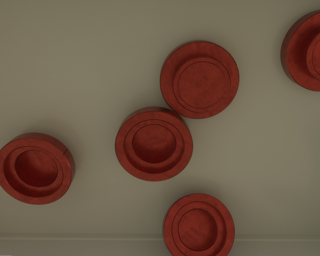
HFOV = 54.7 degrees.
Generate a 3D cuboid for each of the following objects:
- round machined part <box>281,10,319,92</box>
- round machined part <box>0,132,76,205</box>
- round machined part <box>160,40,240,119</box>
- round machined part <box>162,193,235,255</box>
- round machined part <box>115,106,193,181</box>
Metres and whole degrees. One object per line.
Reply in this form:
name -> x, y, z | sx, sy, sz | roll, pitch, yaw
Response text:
round machined part -> 0.202, -0.091, 0.372 | 0.099, 0.042, 0.097 | 0, 110, -1
round machined part -> -0.164, 0.051, 0.419 | 0.099, 0.042, 0.097 | 0, 110, -1
round machined part -> 0.049, -0.057, 0.382 | 0.099, 0.042, 0.097 | 0, 110, -1
round machined part -> 0.052, 0.144, 0.440 | 0.099, 0.042, 0.098 | 2, 74, -6
round machined part -> -0.008, 0.018, 0.409 | 0.099, 0.042, 0.097 | 0, 110, -1
